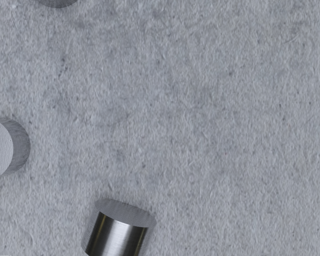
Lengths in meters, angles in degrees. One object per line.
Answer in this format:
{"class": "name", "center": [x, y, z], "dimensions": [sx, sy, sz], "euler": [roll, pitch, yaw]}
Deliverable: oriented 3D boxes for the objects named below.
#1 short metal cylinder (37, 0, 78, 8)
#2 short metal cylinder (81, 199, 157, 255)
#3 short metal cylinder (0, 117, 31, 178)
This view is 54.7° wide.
{"class": "short metal cylinder", "center": [-0.140, -0.202, 0.396], "dimensions": [0.081, 0.050, 0.079], "euler": [0, 90, -1]}
{"class": "short metal cylinder", "center": [-0.050, 0.128, 0.382], "dimensions": [0.080, 0.080, 0.050], "euler": [19, 90, -1]}
{"class": "short metal cylinder", "center": [-0.216, 0.025, 0.395], "dimensions": [0.081, 0.050, 0.079], "euler": [0, 90, -1]}
